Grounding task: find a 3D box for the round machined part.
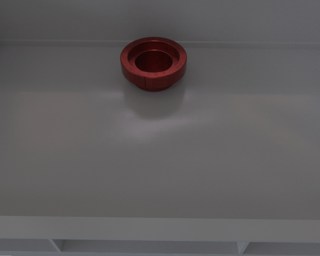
[{"bbox_3d":[-0.009,-0.093,0.472,0.099,0.042,0.098,0,50,0],"label":"round machined part"}]
